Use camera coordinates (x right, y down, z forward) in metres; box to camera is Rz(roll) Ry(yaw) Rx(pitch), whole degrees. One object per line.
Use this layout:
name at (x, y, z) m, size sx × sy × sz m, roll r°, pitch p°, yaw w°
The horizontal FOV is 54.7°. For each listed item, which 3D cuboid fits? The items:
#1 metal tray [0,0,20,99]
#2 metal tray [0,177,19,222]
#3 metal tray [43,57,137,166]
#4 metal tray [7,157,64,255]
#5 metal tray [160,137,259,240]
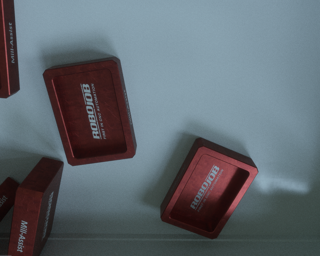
metal tray at (-0.222, -0.104, 0.367) m, size 0.091 × 0.030 × 0.129 m, roll 5°, pitch 110°, yaw -2°
metal tray at (-0.236, 0.130, 0.401) m, size 0.030 × 0.130 × 0.090 m, roll 41°, pitch 105°, yaw -14°
metal tray at (-0.086, -0.020, 0.400) m, size 0.090 × 0.030 × 0.129 m, roll -8°, pitch 110°, yaw 3°
metal tray at (-0.167, 0.116, 0.417) m, size 0.030 × 0.090 × 0.129 m, roll 15°, pitch 109°, yaw -5°
metal tray at (0.066, 0.088, 0.441) m, size 0.090 × 0.030 × 0.129 m, roll 23°, pitch 108°, yaw -9°
